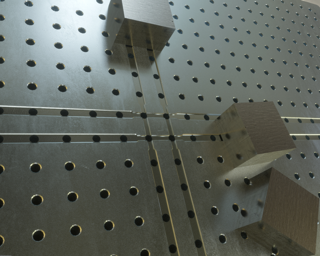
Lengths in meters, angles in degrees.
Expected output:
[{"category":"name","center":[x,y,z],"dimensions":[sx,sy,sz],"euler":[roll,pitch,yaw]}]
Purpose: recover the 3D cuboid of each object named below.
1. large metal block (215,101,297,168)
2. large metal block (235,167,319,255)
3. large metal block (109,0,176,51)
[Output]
[{"category":"large metal block","center":[0.141,0.008,0.462],"dimensions":[0.081,0.050,0.080],"euler":[-5,64,-30]},{"category":"large metal block","center":[0.155,0.112,0.407],"dimensions":[0.080,0.050,0.080],"euler":[34,51,-6]},{"category":"large metal block","center":[-0.030,-0.173,0.481],"dimensions":[0.081,0.050,0.080],"euler":[3,60,-27]}]
